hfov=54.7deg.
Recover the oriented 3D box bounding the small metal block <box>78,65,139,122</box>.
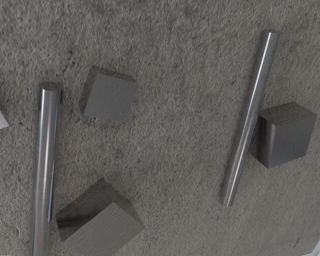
[{"bbox_3d":[-0.059,-0.038,0.352,0.050,0.025,0.050,10,113,-33],"label":"small metal block"}]

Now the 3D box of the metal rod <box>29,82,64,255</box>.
[{"bbox_3d":[-0.144,0.088,0.382,0.025,0.025,0.298,-1,119,-28],"label":"metal rod"}]

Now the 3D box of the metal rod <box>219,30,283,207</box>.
[{"bbox_3d":[0.134,0.002,0.481,0.025,0.025,0.298,-8,122,-25],"label":"metal rod"}]

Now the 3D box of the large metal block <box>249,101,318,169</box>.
[{"bbox_3d":[0.198,0.011,0.505,0.081,0.050,0.079,-15,125,-20],"label":"large metal block"}]

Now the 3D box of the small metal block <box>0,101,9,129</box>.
[{"bbox_3d":[-0.182,-0.018,0.296,0.050,0.025,0.050,-24,127,-14],"label":"small metal block"}]

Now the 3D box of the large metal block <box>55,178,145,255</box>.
[{"bbox_3d":[-0.081,0.129,0.426,0.080,0.050,0.080,-39,129,-2],"label":"large metal block"}]
